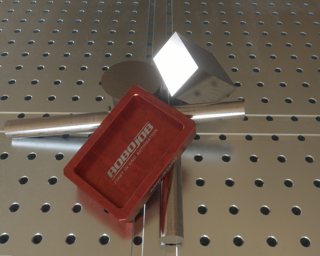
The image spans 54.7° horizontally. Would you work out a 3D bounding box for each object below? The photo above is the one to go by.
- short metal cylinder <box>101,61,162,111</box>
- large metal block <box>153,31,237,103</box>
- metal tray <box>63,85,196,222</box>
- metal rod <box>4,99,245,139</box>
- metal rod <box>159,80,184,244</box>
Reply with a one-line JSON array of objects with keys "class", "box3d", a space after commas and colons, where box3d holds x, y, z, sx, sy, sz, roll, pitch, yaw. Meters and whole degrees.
[{"class": "short metal cylinder", "box3d": [-0.038, -0.049, 0.432, 0.081, 0.050, 0.080, 0, 50, 0]}, {"class": "large metal block", "box3d": [0.048, -0.076, 0.430, 0.080, 0.050, 0.080, 17, 37, -40]}, {"class": "metal tray", "box3d": [-0.032, 0.026, 0.348, 0.090, 0.030, 0.130, 34, 78, 18]}, {"class": "metal rod", "box3d": [-0.048, -0.010, 0.394, 0.302, 0.025, 0.025, -5, 50, 5]}, {"class": "metal rod", "box3d": [0.014, -0.002, 0.409, 0.025, 0.025, 0.300, 1, 50, 1]}]
